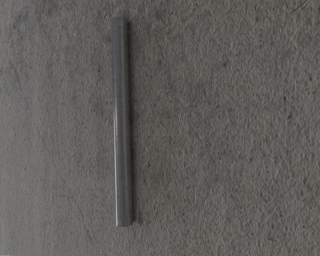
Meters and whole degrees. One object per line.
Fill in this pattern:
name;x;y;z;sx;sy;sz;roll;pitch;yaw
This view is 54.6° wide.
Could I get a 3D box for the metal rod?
metal rod;-0.055;-0.010;0.451;0.025;0.025;0.298;-3;88;40
